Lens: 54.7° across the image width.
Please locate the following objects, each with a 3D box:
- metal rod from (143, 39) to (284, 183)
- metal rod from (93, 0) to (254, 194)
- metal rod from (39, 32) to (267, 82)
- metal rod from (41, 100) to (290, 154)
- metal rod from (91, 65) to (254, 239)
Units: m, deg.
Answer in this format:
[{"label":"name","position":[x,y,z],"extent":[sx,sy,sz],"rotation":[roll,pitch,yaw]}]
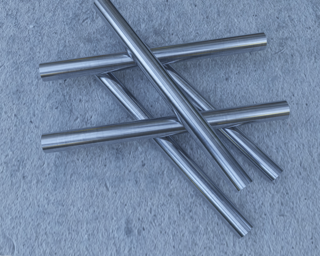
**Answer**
[{"label":"metal rod","position":[0.044,-0.043,0.425],"extent":[0.025,0.025,0.300],"rotation":[-41,75,-14]},{"label":"metal rod","position":[0.006,-0.052,0.376],"extent":[0.025,0.025,0.299],"rotation":[-33,74,-11]},{"label":"metal rod","position":[-0.006,-0.097,0.418],"extent":[0.302,0.025,0.025],"rotation":[-9,71,-4]},{"label":"metal rod","position":[0.010,-0.002,0.384],"extent":[0.302,0.025,0.025],"rotation":[-8,70,-4]},{"label":"metal rod","position":[0.003,0.016,0.403],"extent":[0.025,0.025,0.300],"rotation":[-39,75,-13]}]
